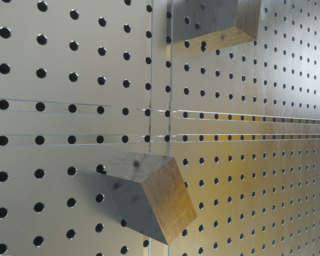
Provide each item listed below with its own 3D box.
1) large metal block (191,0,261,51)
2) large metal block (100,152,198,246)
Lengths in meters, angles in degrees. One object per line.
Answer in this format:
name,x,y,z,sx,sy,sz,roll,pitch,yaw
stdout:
large metal block,0.096,-0.167,0.452,0.050,0.080,0.080,14,81,-39
large metal block,-0.014,0.078,0.361,0.050,0.080,0.080,-34,111,-35
